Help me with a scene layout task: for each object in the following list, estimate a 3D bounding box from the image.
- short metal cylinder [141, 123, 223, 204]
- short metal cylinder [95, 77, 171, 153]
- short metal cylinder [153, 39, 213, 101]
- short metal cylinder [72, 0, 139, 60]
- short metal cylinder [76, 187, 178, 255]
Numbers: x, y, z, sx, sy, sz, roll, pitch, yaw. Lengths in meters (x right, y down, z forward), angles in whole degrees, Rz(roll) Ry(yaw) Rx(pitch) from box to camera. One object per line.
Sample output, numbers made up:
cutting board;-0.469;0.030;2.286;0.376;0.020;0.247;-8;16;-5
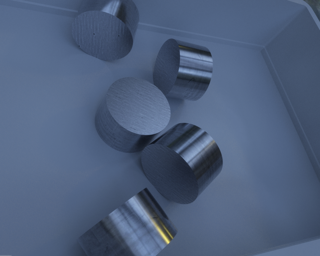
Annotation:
short metal cylinder;0.025;0.041;0.361;0.080;0.080;0.050;49;51;6
short metal cylinder;-0.034;-0.016;0.382;0.081;0.050;0.080;14;56;-21
short metal cylinder;0.030;-0.081;0.438;0.050;0.080;0.080;6;59;-26
short metal cylinder;-0.072;-0.138;0.417;0.080;0.080;0.050;20;54;-17
short metal cylinder;-0.030;0.101;0.294;0.081;0.080;0.050;-31;79;-38
